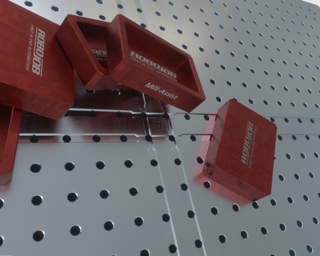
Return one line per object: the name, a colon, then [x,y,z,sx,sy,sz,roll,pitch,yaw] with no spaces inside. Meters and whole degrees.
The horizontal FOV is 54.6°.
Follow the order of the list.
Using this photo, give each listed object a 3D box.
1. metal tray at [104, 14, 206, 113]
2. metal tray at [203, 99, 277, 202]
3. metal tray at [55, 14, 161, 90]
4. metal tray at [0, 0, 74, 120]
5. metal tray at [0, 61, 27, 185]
metal tray: [-0.005,-0.080,0.396,0.131,0.030,0.090,20,44,-37]
metal tray: [0.121,0.029,0.452,0.090,0.030,0.130,29,52,-10]
metal tray: [-0.058,-0.095,0.406,0.131,0.030,0.090,-12,67,-53]
metal tray: [-0.145,-0.078,0.346,0.091,0.030,0.130,20,43,-36]
metal tray: [-0.188,-0.013,0.311,0.091,0.030,0.130,9,58,-23]
